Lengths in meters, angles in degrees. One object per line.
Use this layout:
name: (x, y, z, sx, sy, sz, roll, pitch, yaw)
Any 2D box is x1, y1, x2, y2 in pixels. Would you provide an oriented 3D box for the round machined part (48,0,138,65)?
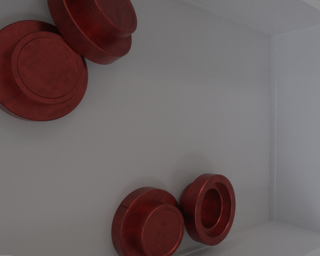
round machined part: (-0.061, -0.119, 0.319, 0.098, 0.042, 0.098, 37, 41, -41)

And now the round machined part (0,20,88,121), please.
round machined part: (-0.114, -0.055, 0.300, 0.099, 0.042, 0.097, 0, 90, -40)

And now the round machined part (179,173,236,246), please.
round machined part: (0.065, 0.114, 0.446, 0.099, 0.042, 0.097, 1, 89, -46)

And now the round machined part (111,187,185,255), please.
round machined part: (-0.008, 0.126, 0.389, 0.099, 0.042, 0.097, 0, 90, -40)
